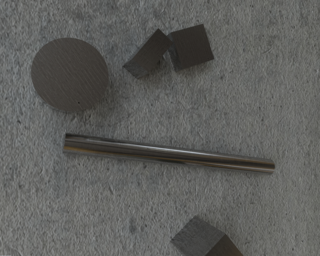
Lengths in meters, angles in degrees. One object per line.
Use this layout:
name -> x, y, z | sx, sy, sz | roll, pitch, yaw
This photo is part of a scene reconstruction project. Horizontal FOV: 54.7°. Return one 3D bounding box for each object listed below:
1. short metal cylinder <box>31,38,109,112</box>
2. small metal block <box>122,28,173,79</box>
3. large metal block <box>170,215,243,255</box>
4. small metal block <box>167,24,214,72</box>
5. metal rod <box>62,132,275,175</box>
short metal cylinder -> -0.104, -0.058, 0.358 | 0.081, 0.050, 0.079 | 0, 90, -21
small metal block -> -0.016, -0.092, 0.390 | 0.025, 0.050, 0.050 | 41, 77, -16
large metal block -> 0.070, 0.172, 0.407 | 0.050, 0.080, 0.080 | -42, 104, -15
small metal block -> 0.040, -0.109, 0.425 | 0.050, 0.025, 0.050 | -21, 97, -19
metal rod -> 0.026, 0.039, 0.419 | 0.302, 0.025, 0.025 | 9, 87, -20
